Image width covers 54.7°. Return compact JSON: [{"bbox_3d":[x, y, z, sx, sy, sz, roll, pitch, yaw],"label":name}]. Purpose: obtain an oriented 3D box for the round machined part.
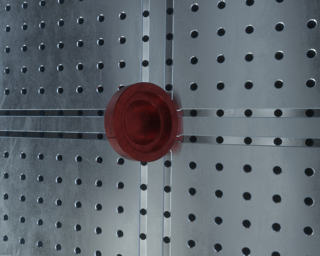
[{"bbox_3d":[-0.027,-0.007,0.392,0.042,0.099,0.097,-3,89,51],"label":"round machined part"}]
